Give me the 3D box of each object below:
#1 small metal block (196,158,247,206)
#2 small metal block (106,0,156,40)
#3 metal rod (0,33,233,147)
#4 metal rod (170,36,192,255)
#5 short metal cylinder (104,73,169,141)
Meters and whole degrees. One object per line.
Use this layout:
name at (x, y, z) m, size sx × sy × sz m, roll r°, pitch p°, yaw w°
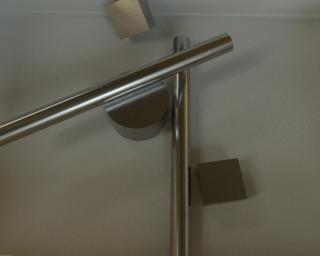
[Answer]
small metal block at (0.075, 0.068, 0.386) m, size 0.050 × 0.025 × 0.050 m, roll -7°, pitch 70°, yaw -3°
small metal block at (-0.041, -0.160, 0.443) m, size 0.050 × 0.050 × 0.025 m, roll -11°, pitch 23°, yaw 29°
metal rod at (-0.049, -0.050, 0.374) m, size 0.302 × 0.025 × 0.025 m, roll -24°, pitch 72°, yaw -9°
metal rod at (0.028, 0.012, 0.405) m, size 0.025 × 0.025 × 0.299 m, roll 2°, pitch 70°, yaw 0°
short metal cylinder at (-0.029, -0.028, 0.406) m, size 0.081 × 0.050 × 0.080 m, roll 0°, pitch 70°, yaw 0°
